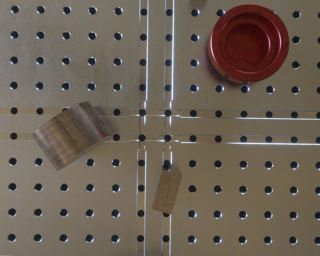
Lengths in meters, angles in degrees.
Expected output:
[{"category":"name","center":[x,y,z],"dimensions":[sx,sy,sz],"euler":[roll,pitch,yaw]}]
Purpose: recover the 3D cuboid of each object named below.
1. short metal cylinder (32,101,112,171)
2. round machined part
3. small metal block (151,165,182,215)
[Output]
[{"category":"short metal cylinder","center":[-0.107,0.010,0.385],"dimensions":[0.080,0.080,0.050],"euler":[-34,90,0]},{"category":"round machined part","center":[0.112,-0.106,0.406],"dimensions":[0.099,0.042,0.097],"euler":[0,90,-1]},{"category":"small metal block","center":[0.008,0.078,0.401],"dimensions":[0.025,0.050,0.050],"euler":[16,90,0]}]
